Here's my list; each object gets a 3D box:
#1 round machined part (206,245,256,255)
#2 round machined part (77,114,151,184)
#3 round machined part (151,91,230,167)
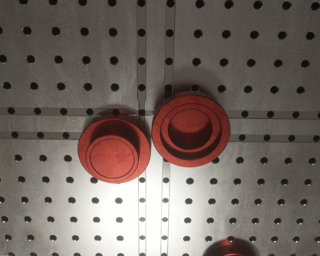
[{"bbox_3d":[0.116,0.241,0.495,0.099,0.042,0.097,0,110,-1],"label":"round machined part"},{"bbox_3d":[-0.061,0.033,0.416,0.099,0.042,0.097,0,110,-1],"label":"round machined part"},{"bbox_3d":[0.038,-0.001,0.404,0.099,0.042,0.097,0,110,-1],"label":"round machined part"}]
